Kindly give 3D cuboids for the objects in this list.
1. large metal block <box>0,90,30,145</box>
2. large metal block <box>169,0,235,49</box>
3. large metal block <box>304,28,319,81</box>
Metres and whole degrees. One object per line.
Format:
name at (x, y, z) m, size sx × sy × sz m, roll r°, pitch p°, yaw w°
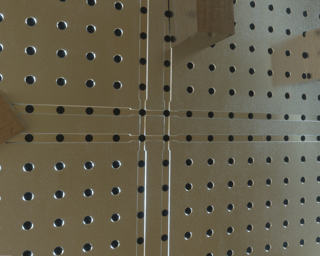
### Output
large metal block at (-0.186, 0.002, 0.315) m, size 0.080 × 0.080 × 0.050 m, roll -34°, pitch 102°, yaw -17°
large metal block at (0.051, -0.152, 0.403) m, size 0.050 × 0.080 × 0.079 m, roll -3°, pitch 91°, yaw -20°
large metal block at (0.282, -0.121, 0.490) m, size 0.050 × 0.080 × 0.079 m, roll -5°, pitch 92°, yaw -20°
